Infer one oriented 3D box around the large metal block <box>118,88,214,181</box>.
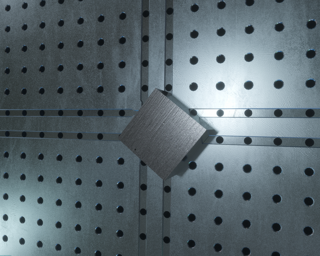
[{"bbox_3d":[0.008,0.007,0.396,0.080,0.050,0.080,41,103,15],"label":"large metal block"}]
